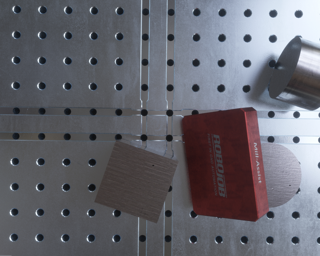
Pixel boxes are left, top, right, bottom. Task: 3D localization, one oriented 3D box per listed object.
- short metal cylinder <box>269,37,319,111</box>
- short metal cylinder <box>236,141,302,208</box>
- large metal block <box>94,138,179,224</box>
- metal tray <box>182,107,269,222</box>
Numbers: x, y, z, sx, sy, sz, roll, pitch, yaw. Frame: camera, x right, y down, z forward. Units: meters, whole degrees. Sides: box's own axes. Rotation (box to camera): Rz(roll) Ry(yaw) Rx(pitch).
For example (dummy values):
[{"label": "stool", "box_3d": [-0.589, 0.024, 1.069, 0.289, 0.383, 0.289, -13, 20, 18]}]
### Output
[{"label": "short metal cylinder", "box_3d": [0.179, -0.067, 0.387, 0.050, 0.080, 0.080, 18, 90, 0]}, {"label": "short metal cylinder", "box_3d": [0.132, 0.057, 0.402, 0.081, 0.050, 0.079, 0, 90, 0]}, {"label": "large metal block", "box_3d": [-0.028, 0.065, 0.401, 0.080, 0.050, 0.080, 19, 90, 0]}, {"label": "metal tray", "box_3d": [0.079, 0.044, 0.385, 0.090, 0.030, 0.129, -7, 90, 42]}]
